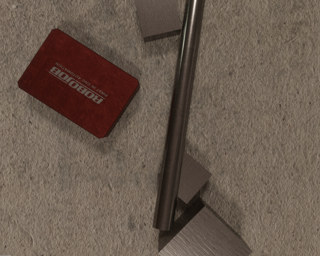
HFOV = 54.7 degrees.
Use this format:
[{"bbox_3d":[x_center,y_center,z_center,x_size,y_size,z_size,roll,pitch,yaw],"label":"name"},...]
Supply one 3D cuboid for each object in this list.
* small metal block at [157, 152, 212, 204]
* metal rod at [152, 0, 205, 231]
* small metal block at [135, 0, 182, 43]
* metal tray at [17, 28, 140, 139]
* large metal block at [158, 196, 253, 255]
[{"bbox_3d":[0.032,0.063,0.411,0.050,0.025,0.050,41,90,-1],"label":"small metal block"},{"bbox_3d":[0.025,-0.025,0.393,0.025,0.025,0.298,9,83,-1],"label":"metal rod"},{"bbox_3d":[-0.002,-0.146,0.410,0.050,0.025,0.050,-13,90,-1],"label":"small metal block"},{"bbox_3d":[-0.104,-0.056,0.406,0.130,0.030,0.090,33,90,-1],"label":"metal tray"},{"bbox_3d":[0.055,0.150,0.398,0.080,0.050,0.080,44,90,-1],"label":"large metal block"}]
